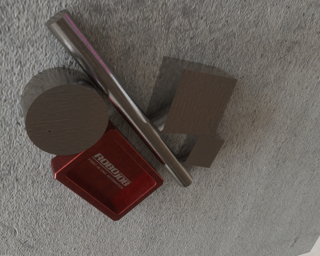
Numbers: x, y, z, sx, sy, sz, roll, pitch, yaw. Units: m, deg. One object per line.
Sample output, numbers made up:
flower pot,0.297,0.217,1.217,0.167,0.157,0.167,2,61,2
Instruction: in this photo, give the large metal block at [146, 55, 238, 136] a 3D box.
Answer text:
large metal block,0.038,-0.039,0.390,0.081,0.050,0.079,4,116,-31

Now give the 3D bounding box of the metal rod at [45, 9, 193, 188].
metal rod,-0.029,-0.011,0.386,0.025,0.025,0.300,-39,130,-3

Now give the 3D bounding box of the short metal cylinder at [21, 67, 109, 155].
short metal cylinder,-0.101,-0.018,0.327,0.081,0.050,0.079,-14,125,-21

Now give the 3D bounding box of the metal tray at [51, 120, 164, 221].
metal tray,-0.064,0.059,0.408,0.090,0.030,0.130,-39,130,-2

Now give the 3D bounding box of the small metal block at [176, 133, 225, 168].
small metal block,0.061,0.029,0.462,0.050,0.025,0.050,14,111,-34
